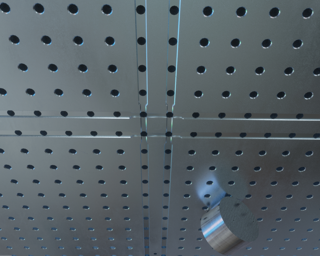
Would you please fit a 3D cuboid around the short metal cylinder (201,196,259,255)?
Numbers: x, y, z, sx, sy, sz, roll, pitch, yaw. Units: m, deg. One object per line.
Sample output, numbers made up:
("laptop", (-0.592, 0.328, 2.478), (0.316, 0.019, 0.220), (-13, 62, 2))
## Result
("short metal cylinder", (0.115, 0.162, 0.514), (0.080, 0.080, 0.050), (25, 126, -20))
